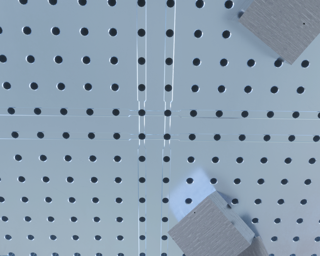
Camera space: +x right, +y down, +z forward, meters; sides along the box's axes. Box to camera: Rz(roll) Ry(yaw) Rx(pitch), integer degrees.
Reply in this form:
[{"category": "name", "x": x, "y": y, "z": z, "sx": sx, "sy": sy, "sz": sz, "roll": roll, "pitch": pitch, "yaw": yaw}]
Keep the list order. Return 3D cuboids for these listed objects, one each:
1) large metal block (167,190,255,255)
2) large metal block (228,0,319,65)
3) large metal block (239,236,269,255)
[{"category": "large metal block", "x": 0.073, "y": 0.149, "z": 0.437, "sx": 0.080, "sy": 0.050, "sz": 0.080, "roll": -46, "pitch": 72, "yaw": 14}, {"category": "large metal block", "x": 0.140, "y": -0.132, "z": 0.354, "sx": 0.080, "sy": 0.050, "sz": 0.080, "roll": 35, "pitch": 106, "yaw": -12}, {"category": "large metal block", "x": 0.131, "y": 0.219, "z": 0.459, "sx": 0.080, "sy": 0.080, "sz": 0.050, "roll": -26, "pitch": 144, "yaw": 9}]
